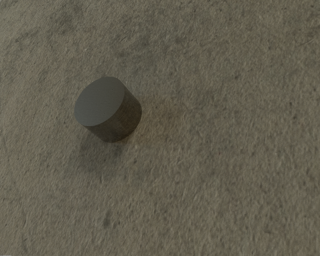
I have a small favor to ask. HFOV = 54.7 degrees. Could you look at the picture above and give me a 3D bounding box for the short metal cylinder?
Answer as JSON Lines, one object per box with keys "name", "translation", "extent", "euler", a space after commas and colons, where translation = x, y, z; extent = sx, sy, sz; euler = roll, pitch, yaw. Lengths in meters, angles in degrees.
{"name": "short metal cylinder", "translation": [-0.073, -0.026, 0.440], "extent": [0.080, 0.050, 0.080], "euler": [-13, 56, 20]}
